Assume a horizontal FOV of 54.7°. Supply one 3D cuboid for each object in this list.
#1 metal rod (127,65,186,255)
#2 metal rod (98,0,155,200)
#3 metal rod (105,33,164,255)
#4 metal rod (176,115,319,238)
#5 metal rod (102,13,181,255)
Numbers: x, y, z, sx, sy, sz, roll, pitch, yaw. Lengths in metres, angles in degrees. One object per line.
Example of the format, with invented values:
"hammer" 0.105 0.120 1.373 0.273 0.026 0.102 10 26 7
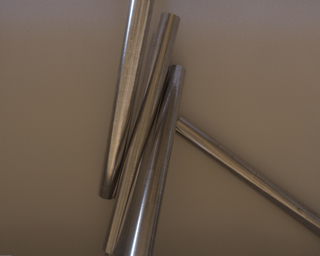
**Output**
"metal rod" -0.005 0.056 0.350 0.025 0.025 0.299 12 65 0
"metal rod" -0.038 -0.045 0.353 0.025 0.025 0.298 13 113 0
"metal rod" -0.029 0.024 0.410 0.025 0.025 0.298 12 90 0
"metal rod" 0.143 0.081 0.412 0.301 0.025 0.025 36 90 0
"metal rod" -0.023 0.007 0.385 0.025 0.025 0.298 14 90 0
